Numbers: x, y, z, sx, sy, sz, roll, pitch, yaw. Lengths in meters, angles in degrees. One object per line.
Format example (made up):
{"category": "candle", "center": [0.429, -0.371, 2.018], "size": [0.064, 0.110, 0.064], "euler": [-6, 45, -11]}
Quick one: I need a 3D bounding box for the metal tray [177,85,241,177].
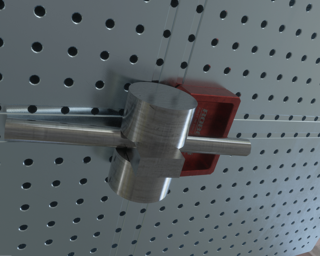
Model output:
{"category": "metal tray", "center": [0.052, 0.008, 0.441], "size": [0.091, 0.030, 0.129], "euler": [1, 118, -29]}

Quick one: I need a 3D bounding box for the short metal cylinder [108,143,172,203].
{"category": "short metal cylinder", "center": [-0.022, 0.050, 0.394], "size": [0.081, 0.080, 0.050], "euler": [1, 118, -29]}

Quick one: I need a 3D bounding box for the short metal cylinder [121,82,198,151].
{"category": "short metal cylinder", "center": [-0.002, -0.016, 0.363], "size": [0.081, 0.080, 0.050], "euler": [1, 118, -29]}

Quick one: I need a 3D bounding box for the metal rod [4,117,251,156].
{"category": "metal rod", "center": [-0.021, 0.014, 0.378], "size": [0.302, 0.025, 0.025], "euler": [5, 116, -21]}

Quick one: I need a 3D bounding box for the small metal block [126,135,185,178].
{"category": "small metal block", "center": [-0.006, 0.031, 0.349], "size": [0.050, 0.050, 0.025], "euler": [5, 116, -21]}
